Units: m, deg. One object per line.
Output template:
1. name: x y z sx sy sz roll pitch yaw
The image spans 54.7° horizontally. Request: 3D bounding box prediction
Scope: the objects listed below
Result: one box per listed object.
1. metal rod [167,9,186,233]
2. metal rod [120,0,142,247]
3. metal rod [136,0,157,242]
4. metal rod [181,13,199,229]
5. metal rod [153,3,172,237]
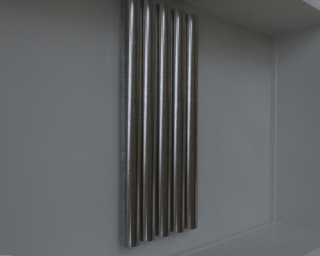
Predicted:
1. metal rod: 0.022 -0.010 0.423 0.025 0.025 0.298 0 90 -40
2. metal rod: -0.035 -0.009 0.375 0.025 0.025 0.298 0 90 -40
3. metal rod: -0.017 -0.010 0.390 0.025 0.025 0.298 0 90 -40
4. metal rod: 0.042 -0.009 0.440 0.025 0.025 0.298 0 90 -40
5. metal rod: 0.003 -0.010 0.407 0.025 0.025 0.298 0 90 -40
